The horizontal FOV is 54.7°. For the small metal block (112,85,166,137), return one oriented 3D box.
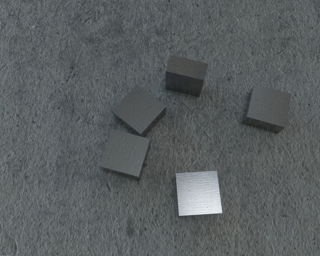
[{"bbox_3d":[-0.027,-0.021,0.415,0.050,0.025,0.050,38,74,12],"label":"small metal block"}]

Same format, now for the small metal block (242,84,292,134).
[{"bbox_3d":[0.144,-0.026,0.418,0.050,0.025,0.050,16,71,6],"label":"small metal block"}]

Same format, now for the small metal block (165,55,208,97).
[{"bbox_3d":[0.035,-0.069,0.420,0.050,0.050,0.025,14,71,5],"label":"small metal block"}]

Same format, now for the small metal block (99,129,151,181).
[{"bbox_3d":[-0.043,0.034,0.395,0.050,0.025,0.050,15,71,5],"label":"small metal block"}]

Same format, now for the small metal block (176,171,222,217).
[{"bbox_3d":[0.046,0.081,0.379,0.050,0.025,0.050,-3,70,-2],"label":"small metal block"}]
